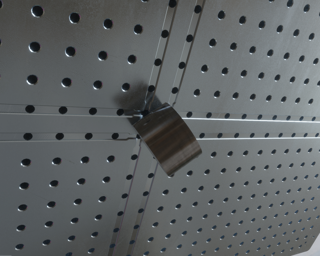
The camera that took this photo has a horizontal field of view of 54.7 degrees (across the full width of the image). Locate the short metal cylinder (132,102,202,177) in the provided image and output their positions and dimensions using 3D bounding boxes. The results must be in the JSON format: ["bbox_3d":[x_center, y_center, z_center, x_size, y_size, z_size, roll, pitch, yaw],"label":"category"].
[{"bbox_3d":[0.008,0.015,0.390,0.050,0.080,0.080,-35,129,-6],"label":"short metal cylinder"}]
